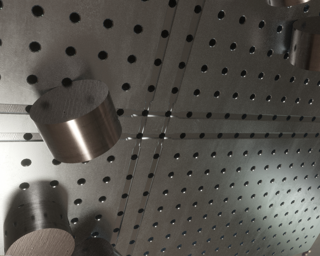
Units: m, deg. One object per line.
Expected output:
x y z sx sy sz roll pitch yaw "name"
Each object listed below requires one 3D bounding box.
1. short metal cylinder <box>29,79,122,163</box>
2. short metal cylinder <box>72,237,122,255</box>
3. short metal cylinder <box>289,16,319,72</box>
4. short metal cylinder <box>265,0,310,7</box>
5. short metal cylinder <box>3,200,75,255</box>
-0.086 -0.009 0.324 0.081 0.080 0.050 -24 128 -14 "short metal cylinder"
-0.093 0.211 0.457 0.080 0.080 0.050 -33 129 -7 "short metal cylinder"
0.224 -0.118 0.428 0.081 0.080 0.050 -20 126 -17 "short metal cylinder"
0.152 -0.182 0.348 0.080 0.080 0.050 -38 130 -3 "short metal cylinder"
-0.156 0.141 0.398 0.081 0.050 0.079 -14 125 -21 "short metal cylinder"
